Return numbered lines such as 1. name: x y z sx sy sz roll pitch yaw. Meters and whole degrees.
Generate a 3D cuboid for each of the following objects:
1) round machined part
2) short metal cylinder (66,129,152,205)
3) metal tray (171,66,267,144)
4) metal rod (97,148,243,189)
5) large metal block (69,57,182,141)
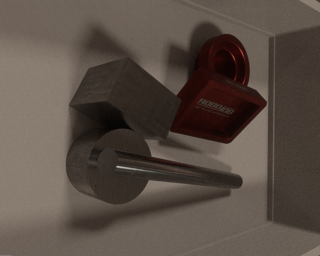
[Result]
1. round machined part: 0.091 -0.091 0.475 0.099 0.042 0.097 0 90 -40
2. short metal cylinder: -0.056 0.040 0.345 0.081 0.050 0.079 0 90 -40
3. metal tray: 0.079 -0.026 0.436 0.131 0.030 0.090 13 127 -40
4. metal rod: 0.039 0.060 0.397 0.301 0.025 0.025 19 78 -53
5. large metal block: -0.038 -0.028 0.340 0.080 0.080 0.050 35 68 -35
